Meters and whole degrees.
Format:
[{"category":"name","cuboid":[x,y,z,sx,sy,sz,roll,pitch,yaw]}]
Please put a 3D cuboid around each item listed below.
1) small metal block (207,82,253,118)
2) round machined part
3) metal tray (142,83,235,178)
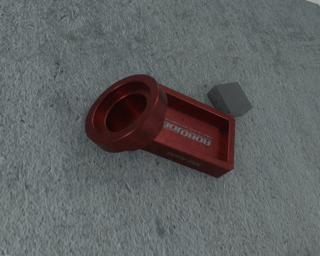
[{"category":"small metal block","cuboid":[0.110,-0.043,0.489,0.050,0.025,0.050,-13,68,-33]},{"category":"round machined part","cuboid":[-0.034,-0.012,0.359,0.042,0.098,0.098,51,40,-41]},{"category":"metal tray","cuboid":[0.038,0.004,0.418,0.131,0.030,0.090,22,53,-15]}]
